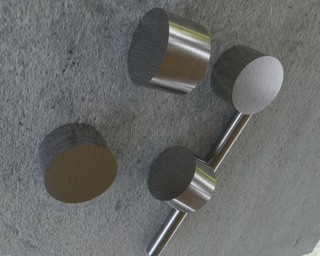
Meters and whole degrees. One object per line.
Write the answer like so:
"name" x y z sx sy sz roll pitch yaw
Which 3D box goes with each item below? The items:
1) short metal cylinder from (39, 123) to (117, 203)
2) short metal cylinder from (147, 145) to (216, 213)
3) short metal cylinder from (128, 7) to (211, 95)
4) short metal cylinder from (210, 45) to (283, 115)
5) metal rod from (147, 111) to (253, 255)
"short metal cylinder" -0.097 0.041 0.363 0.081 0.050 0.079 -14 124 -21
"short metal cylinder" 0.030 0.071 0.432 0.080 0.080 0.050 -48 129 5
"short metal cylinder" 0.007 -0.078 0.327 0.050 0.080 0.079 9 114 -33
"short metal cylinder" 0.115 -0.065 0.414 0.081 0.050 0.079 -14 124 -21
"metal rod" 0.061 0.089 0.495 0.025 0.025 0.298 19 108 -36
